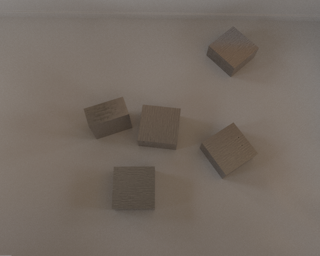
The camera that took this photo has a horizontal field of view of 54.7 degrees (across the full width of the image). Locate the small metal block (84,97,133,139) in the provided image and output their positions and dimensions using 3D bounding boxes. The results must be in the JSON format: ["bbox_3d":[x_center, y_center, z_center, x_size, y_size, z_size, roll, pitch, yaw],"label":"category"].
[{"bbox_3d":[-0.065,-0.012,0.400,0.050,0.050,0.025,-18,71,-7],"label":"small metal block"}]

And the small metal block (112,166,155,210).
[{"bbox_3d":[-0.031,0.075,0.382,0.050,0.025,0.050,0,70,0],"label":"small metal block"}]

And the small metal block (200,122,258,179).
[{"bbox_3d":[0.088,0.029,0.399,0.050,0.025,0.050,-31,73,-11],"label":"small metal block"}]

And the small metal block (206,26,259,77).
[{"bbox_3d":[0.105,-0.111,0.451,0.050,0.025,0.050,-40,75,-13],"label":"small metal block"}]

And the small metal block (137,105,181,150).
[{"bbox_3d":[-0.001,-0.001,0.410,0.050,0.025,0.050,6,70,2],"label":"small metal block"}]
